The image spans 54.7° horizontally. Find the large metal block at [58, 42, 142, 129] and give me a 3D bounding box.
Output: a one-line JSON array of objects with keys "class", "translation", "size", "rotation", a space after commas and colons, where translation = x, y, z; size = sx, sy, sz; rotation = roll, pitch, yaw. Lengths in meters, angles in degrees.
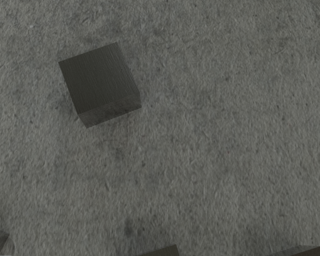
[{"class": "large metal block", "translation": [-0.078, -0.057, 0.415], "size": [0.080, 0.050, 0.080], "rotation": [-22, 72, -8]}]

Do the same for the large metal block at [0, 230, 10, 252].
[{"class": "large metal block", "translation": [-0.233, 0.141, 0.340], "size": [0.080, 0.050, 0.080], "rotation": [19, 71, 6]}]

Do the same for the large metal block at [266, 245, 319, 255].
[{"class": "large metal block", "translation": [0.141, 0.179, 0.331], "size": [0.081, 0.050, 0.080], "rotation": [-15, 71, -6]}]

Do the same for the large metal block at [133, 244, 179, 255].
[{"class": "large metal block", "translation": [-0.011, 0.176, 0.330], "size": [0.081, 0.050, 0.080], "rotation": [-15, 71, -6]}]
